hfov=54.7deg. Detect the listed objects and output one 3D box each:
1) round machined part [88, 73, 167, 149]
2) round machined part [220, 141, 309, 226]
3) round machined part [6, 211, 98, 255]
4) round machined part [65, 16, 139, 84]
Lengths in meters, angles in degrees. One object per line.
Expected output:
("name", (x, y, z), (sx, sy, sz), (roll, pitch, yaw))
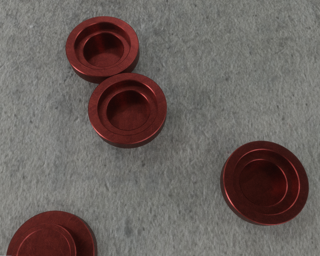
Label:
("round machined part", (-0.041, -0.020, 0.406), (0.099, 0.042, 0.098), (0, 70, 0))
("round machined part", (0.122, 0.068, 0.376), (0.099, 0.042, 0.098), (0, 70, -1))
("round machined part", (-0.123, 0.142, 0.346), (0.099, 0.042, 0.098), (0, 70, -1))
("round machined part", (-0.078, -0.105, 0.436), (0.099, 0.042, 0.098), (0, 69, -1))
